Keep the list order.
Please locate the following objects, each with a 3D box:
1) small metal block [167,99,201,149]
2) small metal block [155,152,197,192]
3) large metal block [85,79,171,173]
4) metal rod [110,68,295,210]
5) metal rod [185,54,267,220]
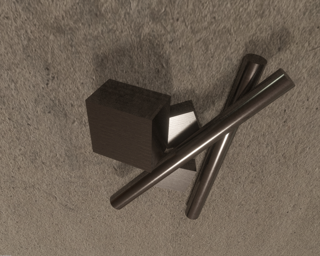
[{"bbox_3d":[0.025,-0.004,0.404,0.050,0.025,0.050,-15,129,12],"label":"small metal block"},{"bbox_3d":[0.021,0.067,0.465,0.050,0.025,0.050,14,129,-12],"label":"small metal block"},{"bbox_3d":[-0.036,-0.003,0.369,0.080,0.050,0.079,17,132,17],"label":"large metal block"},{"bbox_3d":[0.035,0.029,0.400,0.025,0.025,0.299,35,123,-26],"label":"metal rod"},{"bbox_3d":[0.081,0.035,0.438,0.025,0.025,0.298,7,130,-7],"label":"metal rod"}]
